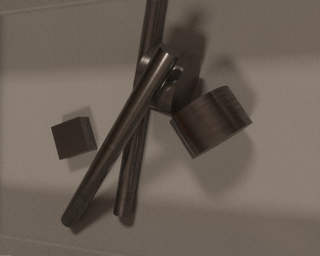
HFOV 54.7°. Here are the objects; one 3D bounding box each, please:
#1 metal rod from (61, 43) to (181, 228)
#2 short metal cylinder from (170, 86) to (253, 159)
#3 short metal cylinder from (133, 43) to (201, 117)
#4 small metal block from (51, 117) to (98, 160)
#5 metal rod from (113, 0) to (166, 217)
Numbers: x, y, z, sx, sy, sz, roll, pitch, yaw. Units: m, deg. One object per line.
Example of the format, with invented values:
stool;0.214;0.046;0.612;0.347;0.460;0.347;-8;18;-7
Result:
metal rod;-0.062;0.029;0.382;0.025;0.025;0.298;43;121;14
short metal cylinder;0.059;-0.006;0.360;0.080;0.080;0.050;-34;79;16
short metal cylinder;0.010;-0.057;0.377;0.050;0.080;0.080;23;97;18
small metal block;-0.125;0.015;0.453;0.050;0.025;0.050;-18;84;18
metal rod;-0.028;-0.028;0.419;0.025;0.025;0.298;10;93;19
